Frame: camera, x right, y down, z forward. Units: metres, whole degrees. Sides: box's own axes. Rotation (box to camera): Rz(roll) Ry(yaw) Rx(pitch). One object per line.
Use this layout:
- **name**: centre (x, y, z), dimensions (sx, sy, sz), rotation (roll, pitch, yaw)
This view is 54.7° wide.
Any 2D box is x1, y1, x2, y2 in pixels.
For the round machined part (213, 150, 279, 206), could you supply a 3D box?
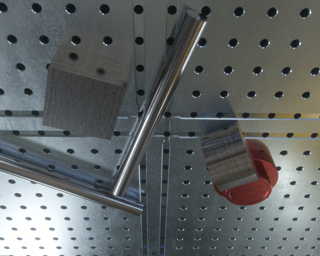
- **round machined part**: centre (0.131, 0.082, 0.472), dimensions (0.099, 0.042, 0.097), rotation (-1, 130, 0)

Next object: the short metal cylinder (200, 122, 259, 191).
- **short metal cylinder**: centre (0.093, 0.038, 0.410), dimensions (0.050, 0.080, 0.080), rotation (-21, 127, 17)

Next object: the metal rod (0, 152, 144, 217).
- **metal rod**: centre (-0.163, 0.080, 0.477), dimensions (0.302, 0.025, 0.025), rotation (25, 126, -20)

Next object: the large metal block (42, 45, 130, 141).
- **large metal block**: centre (-0.086, -0.039, 0.361), dimensions (0.081, 0.050, 0.079), rotation (14, 129, -12)

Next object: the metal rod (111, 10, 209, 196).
- **metal rod**: centre (-0.014, -0.008, 0.404), dimensions (0.025, 0.025, 0.298), rotation (16, 128, -14)
